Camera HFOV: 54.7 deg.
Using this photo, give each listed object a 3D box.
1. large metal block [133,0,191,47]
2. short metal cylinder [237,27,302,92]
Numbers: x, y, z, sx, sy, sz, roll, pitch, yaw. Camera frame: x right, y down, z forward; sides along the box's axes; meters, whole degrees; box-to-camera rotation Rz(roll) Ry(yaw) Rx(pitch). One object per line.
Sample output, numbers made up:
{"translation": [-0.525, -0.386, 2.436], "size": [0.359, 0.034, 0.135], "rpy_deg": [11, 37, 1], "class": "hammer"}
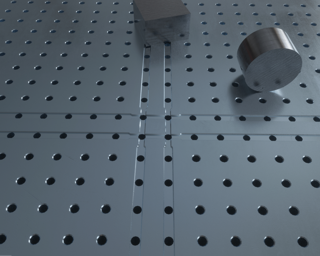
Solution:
{"translation": [0.001, -0.197, 0.557], "size": [0.081, 0.050, 0.080], "rpy_deg": [-14, 52, -12], "class": "large metal block"}
{"translation": [0.160, -0.100, 0.458], "size": [0.081, 0.080, 0.050], "rpy_deg": [-3, 50, -3], "class": "short metal cylinder"}
